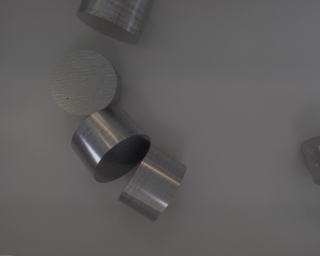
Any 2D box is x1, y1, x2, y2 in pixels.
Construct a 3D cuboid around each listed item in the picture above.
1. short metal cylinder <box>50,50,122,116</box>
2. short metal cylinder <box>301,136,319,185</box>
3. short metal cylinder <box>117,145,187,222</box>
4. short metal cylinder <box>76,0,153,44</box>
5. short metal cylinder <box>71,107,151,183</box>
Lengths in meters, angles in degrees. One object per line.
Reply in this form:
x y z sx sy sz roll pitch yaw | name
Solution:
-0.092 -0.055 0.398 0.081 0.050 0.080 0 90 0 | short metal cylinder
0.226 0.035 0.385 0.080 0.080 0.050 -18 90 0 | short metal cylinder
-0.010 0.067 0.384 0.050 0.080 0.080 32 90 0 | short metal cylinder
-0.055 -0.146 0.383 0.080 0.080 0.050 22 90 0 | short metal cylinder
-0.059 0.021 0.376 0.080 0.080 0.050 -43 65 0 | short metal cylinder
